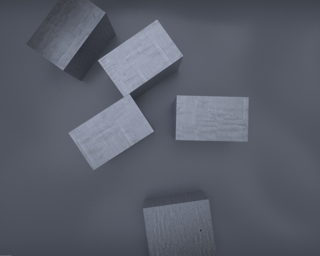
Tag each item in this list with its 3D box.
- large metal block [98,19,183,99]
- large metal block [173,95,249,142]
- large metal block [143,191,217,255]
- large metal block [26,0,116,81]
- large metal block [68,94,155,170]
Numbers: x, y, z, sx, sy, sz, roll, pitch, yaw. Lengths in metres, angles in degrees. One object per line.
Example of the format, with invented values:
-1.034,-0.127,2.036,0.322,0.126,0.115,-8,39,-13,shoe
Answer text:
-0.022,-0.077,0.383,0.080,0.080,0.050,-35,90,-1,large metal block
0.058,-0.011,0.385,0.081,0.080,0.050,1,90,-1,large metal block
0.025,0.131,0.399,0.081,0.050,0.080,-8,90,-1,large metal block
-0.104,-0.111,0.382,0.050,0.080,0.080,36,90,-1,large metal block
-0.054,0.004,0.383,0.080,0.080,0.050,-33,91,0,large metal block
